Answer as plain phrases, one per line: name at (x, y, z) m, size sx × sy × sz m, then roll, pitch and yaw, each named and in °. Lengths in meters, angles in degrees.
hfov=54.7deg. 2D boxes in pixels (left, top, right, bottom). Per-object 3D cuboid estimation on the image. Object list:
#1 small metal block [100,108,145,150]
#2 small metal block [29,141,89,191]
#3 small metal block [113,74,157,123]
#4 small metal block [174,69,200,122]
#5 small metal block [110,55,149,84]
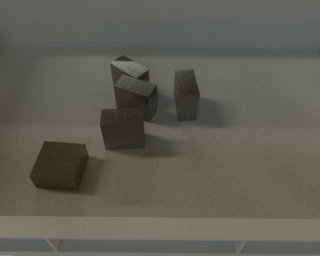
small metal block at (-0.045, 0.002, 0.387) m, size 0.050 × 0.050 × 0.025 m, roll -2°, pitch 50°, yaw -2°
small metal block at (-0.117, 0.044, 0.366) m, size 0.050 × 0.025 × 0.050 m, roll 4°, pitch 50°, yaw 3°
small metal block at (-0.032, -0.040, 0.422) m, size 0.050 × 0.050 × 0.025 m, roll 19°, pitch 53°, yaw 15°
small metal block at (0.036, -0.044, 0.427) m, size 0.025 × 0.050 × 0.050 m, roll -4°, pitch 50°, yaw -4°
small metal block at (-0.042, -0.070, 0.447) m, size 0.050 × 0.050 × 0.025 m, roll 33°, pitch 57°, yaw 24°
